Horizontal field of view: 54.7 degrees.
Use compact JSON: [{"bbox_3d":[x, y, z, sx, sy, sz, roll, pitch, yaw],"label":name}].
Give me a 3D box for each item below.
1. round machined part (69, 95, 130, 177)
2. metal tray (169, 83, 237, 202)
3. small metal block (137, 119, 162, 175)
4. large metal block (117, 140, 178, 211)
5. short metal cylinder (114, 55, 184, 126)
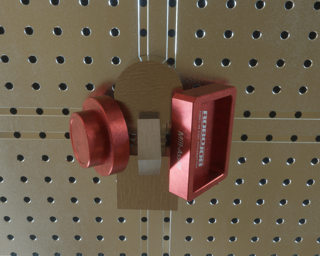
[{"bbox_3d":[-0.078,0.012,0.374,0.042,0.098,0.097,-11,114,-32],"label":"round machined part"},{"bbox_3d":[0.054,0.015,0.386,0.030,0.091,0.129,19,116,39],"label":"metal tray"},{"bbox_3d":[-0.013,0.023,0.363,0.025,0.050,0.050,-1,152,-3],"label":"small metal block"},{"bbox_3d":[-0.015,0.063,0.423,0.081,0.050,0.079,2,110,-1],"label":"large metal block"},{"bbox_3d":[-0.013,-0.046,0.382,0.081,0.050,0.079,0,110,0],"label":"short metal cylinder"}]
